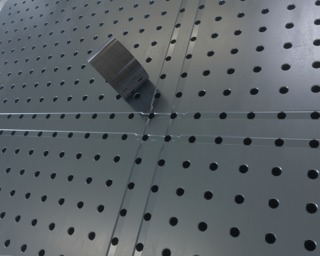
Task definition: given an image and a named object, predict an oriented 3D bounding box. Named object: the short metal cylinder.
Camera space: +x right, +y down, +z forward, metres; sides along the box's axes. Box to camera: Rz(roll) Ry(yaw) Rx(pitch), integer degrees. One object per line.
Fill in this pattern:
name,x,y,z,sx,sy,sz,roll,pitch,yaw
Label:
short metal cylinder,-0.061,-0.087,0.460,0.050,0.080,0.080,-43,51,-1
